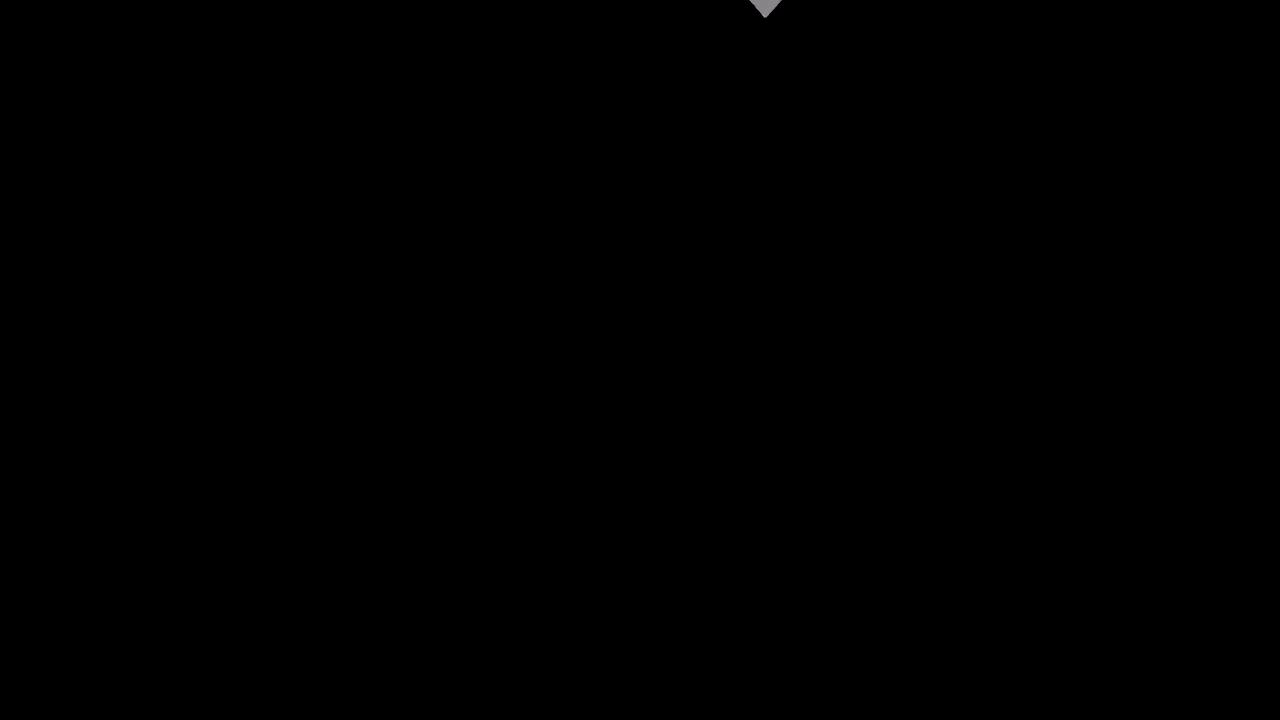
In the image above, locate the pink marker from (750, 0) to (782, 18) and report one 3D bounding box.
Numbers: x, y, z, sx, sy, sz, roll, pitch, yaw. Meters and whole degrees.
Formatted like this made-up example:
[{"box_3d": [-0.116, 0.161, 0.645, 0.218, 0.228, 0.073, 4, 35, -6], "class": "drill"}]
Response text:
[{"box_3d": [0.127, -0.294, 0.426, 0.121, 0.020, 0.020, -40, -21, 27], "class": "pink marker"}]
